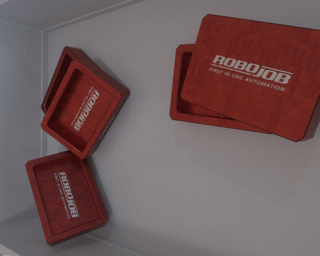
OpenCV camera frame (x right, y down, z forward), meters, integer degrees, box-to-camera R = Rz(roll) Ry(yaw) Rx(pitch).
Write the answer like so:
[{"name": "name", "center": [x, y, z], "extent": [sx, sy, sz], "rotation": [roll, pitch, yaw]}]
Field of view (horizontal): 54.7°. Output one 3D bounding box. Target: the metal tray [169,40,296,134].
[{"name": "metal tray", "center": [0.074, -0.046, 0.342], "extent": [0.130, 0.030, 0.089], "rotation": [10, 96, 39]}]

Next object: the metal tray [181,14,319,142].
[{"name": "metal tray", "center": [0.088, -0.051, 0.291], "extent": [0.130, 0.030, 0.089], "rotation": [25, 106, 37]}]

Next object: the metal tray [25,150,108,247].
[{"name": "metal tray", "center": [-0.145, 0.103, 0.481], "extent": [0.130, 0.091, 0.030], "rotation": [65, 153, 20]}]

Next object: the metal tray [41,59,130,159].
[{"name": "metal tray", "center": [-0.116, -0.028, 0.473], "extent": [0.090, 0.030, 0.129], "rotation": [37, 113, 5]}]

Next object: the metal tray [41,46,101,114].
[{"name": "metal tray", "center": [-0.151, -0.061, 0.528], "extent": [0.090, 0.030, 0.129], "rotation": [45, 117, 30]}]
